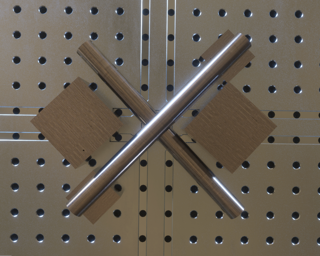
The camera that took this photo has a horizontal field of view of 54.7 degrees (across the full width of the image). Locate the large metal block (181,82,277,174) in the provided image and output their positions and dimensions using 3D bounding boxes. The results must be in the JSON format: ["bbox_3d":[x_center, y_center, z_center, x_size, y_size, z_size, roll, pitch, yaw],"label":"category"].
[{"bbox_3d":[0.086,0.000,0.401,0.080,0.050,0.080,43,90,0],"label":"large metal block"}]

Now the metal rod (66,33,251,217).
[{"bbox_3d":[-0.001,-0.004,0.388,0.300,0.025,0.025,-45,90,0],"label":"metal rod"}]

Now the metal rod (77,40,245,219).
[{"bbox_3d":[0.001,0.002,0.412,0.025,0.025,0.300,-43,90,0],"label":"metal rod"}]

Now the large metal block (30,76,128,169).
[{"bbox_3d":[-0.101,-0.006,0.400,0.080,0.050,0.080,-43,90,0],"label":"large metal block"}]

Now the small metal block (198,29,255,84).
[{"bbox_3d":[0.088,-0.093,0.414,0.050,0.025,0.050,-44,90,0],"label":"small metal block"}]

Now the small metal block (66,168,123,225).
[{"bbox_3d":[-0.086,0.090,0.413,0.050,0.025,0.050,45,90,0],"label":"small metal block"}]
